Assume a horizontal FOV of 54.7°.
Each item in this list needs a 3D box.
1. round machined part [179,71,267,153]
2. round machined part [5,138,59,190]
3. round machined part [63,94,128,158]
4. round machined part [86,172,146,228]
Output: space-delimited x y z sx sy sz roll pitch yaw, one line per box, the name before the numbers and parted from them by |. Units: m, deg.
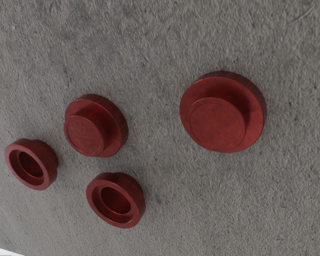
round machined part | 0.068 -0.012 0.353 0.098 0.042 0.097 13 124 21
round machined part | -0.221 0.059 0.549 0.098 0.042 0.097 13 124 21
round machined part | -0.099 0.003 0.450 0.098 0.042 0.097 13 124 21
round machined part | -0.066 0.111 0.499 0.098 0.042 0.097 13 124 21
